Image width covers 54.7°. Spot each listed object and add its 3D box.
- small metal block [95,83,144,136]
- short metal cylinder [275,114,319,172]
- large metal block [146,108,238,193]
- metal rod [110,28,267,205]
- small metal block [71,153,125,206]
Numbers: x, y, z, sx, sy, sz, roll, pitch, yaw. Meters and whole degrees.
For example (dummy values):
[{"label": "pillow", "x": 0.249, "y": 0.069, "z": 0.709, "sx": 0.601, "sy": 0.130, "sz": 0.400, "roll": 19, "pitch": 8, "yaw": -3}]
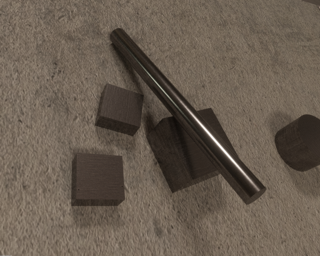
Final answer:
[{"label": "small metal block", "x": -0.051, "y": -0.023, "z": 0.392, "sx": 0.050, "sy": 0.025, "sz": 0.050, "roll": 17, "pitch": 55, "yaw": -19}, {"label": "short metal cylinder", "x": 0.237, "y": 0.025, "z": 0.503, "sx": 0.081, "sy": 0.050, "sz": 0.080, "roll": 14, "pitch": 56, "yaw": -21}, {"label": "large metal block", "x": 0.042, "y": 0.027, "z": 0.396, "sx": 0.081, "sy": 0.050, "sz": 0.080, "roll": -14, "pitch": 69, "yaw": -34}, {"label": "metal rod", "x": 0.015, "y": -0.035, "z": 0.377, "sx": 0.025, "sy": 0.025, "sz": 0.300, "roll": -13, "pitch": 51, "yaw": -34}, {"label": "small metal block", "x": -0.067, "y": 0.056, "z": 0.334, "sx": 0.050, "sy": 0.025, "sz": 0.050, "roll": 7, "pitch": 59, "yaw": -25}]
